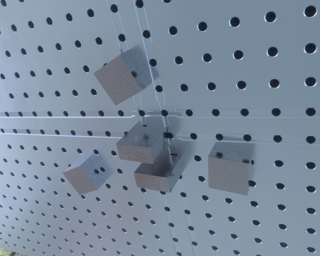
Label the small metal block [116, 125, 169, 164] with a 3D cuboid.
[{"bbox_3d":[-0.022,0.021,0.419,0.050,0.050,0.025,6,121,25],"label":"small metal block"}]

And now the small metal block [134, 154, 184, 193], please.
[{"bbox_3d":[-0.001,0.061,0.432,0.050,0.050,0.025,5,120,25],"label":"small metal block"}]

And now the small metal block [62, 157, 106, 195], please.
[{"bbox_3d":[-0.129,0.083,0.528,0.050,0.025,0.050,-23,107,36],"label":"small metal block"}]

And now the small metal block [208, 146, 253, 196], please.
[{"bbox_3d":[0.090,0.055,0.397,0.050,0.025,0.050,8,122,23],"label":"small metal block"}]

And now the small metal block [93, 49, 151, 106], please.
[{"bbox_3d":[-0.048,-0.064,0.396,0.050,0.025,0.050,-24,106,36],"label":"small metal block"}]
